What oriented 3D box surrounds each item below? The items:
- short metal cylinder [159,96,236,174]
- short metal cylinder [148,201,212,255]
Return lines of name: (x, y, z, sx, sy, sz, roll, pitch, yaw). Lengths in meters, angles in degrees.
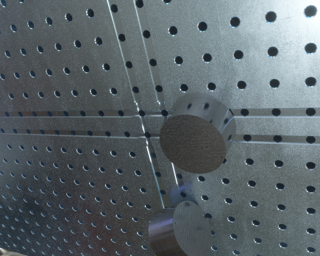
short metal cylinder: (0.046, 0.008, 0.375, 0.080, 0.050, 0.079, 13, 124, 20)
short metal cylinder: (0.030, 0.153, 0.453, 0.050, 0.080, 0.080, -32, 101, 38)
